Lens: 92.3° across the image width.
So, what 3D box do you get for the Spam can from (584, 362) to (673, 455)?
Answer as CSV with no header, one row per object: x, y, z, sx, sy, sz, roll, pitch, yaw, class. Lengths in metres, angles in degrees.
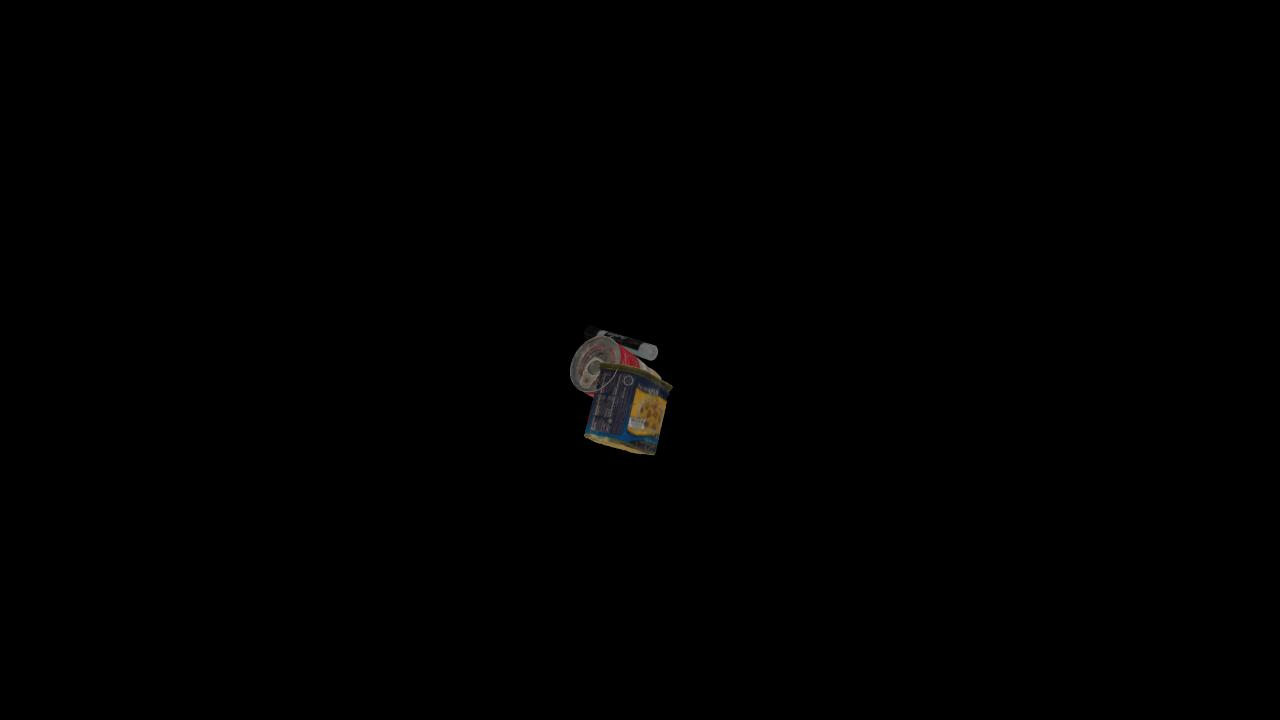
-0.012,0.057,0.690,0.058,0.085,0.101,6,-13,31,Spam can

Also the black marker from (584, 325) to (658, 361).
-0.027,-0.022,0.753,0.020,0.020,0.121,0,14,-46,black marker

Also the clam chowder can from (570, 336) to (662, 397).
-0.024,0.023,0.713,0.068,0.068,0.102,0,-22,34,clam chowder can
